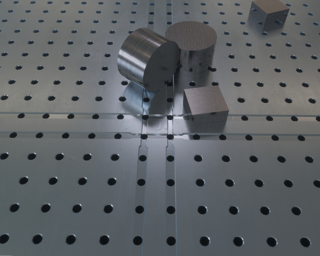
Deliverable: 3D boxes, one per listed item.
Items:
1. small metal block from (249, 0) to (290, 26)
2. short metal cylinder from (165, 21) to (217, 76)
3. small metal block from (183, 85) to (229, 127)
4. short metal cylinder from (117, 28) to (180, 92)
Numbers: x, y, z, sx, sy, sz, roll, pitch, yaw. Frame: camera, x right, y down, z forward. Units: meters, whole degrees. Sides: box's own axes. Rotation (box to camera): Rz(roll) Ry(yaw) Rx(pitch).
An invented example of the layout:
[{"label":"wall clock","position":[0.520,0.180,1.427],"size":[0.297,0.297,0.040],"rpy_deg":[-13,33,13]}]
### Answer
[{"label":"small metal block","position":[0.211,-0.227,0.600],"size":[0.050,0.025,0.050],"rpy_deg":[-17,52,-14]},{"label":"short metal cylinder","position":[0.048,-0.129,0.500],"size":[0.081,0.050,0.080],"rpy_deg":[0,50,0]},{"label":"small metal block","position":[0.063,-0.031,0.434],"size":[0.050,0.025,0.050],"rpy_deg":[-8,50,-7]},{"label":"short metal cylinder","position":[-0.016,-0.099,0.455],"size":[0.050,0.080,0.080],"rpy_deg":[34,58,25]}]
